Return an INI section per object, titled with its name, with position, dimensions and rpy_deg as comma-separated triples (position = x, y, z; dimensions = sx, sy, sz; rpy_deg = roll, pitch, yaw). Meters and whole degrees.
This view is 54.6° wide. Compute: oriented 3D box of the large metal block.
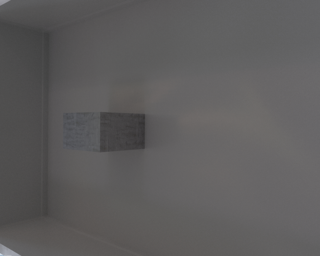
[large metal block]
position = -0.078, 0.004, 0.437
dimensions = 0.080, 0.081, 0.050
rpy_deg = 1, 91, 40
